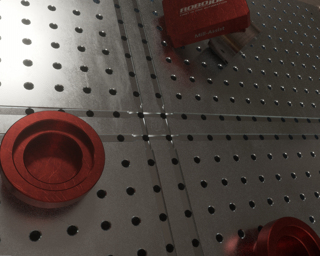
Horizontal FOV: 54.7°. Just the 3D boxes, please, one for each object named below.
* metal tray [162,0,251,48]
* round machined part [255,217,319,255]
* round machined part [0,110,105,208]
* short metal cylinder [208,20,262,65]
[{"bbox_3d":[0.074,-0.191,0.513,0.130,0.030,0.090,-13,61,11],"label":"metal tray"},{"bbox_3d":[0.159,0.164,0.385,0.099,0.042,0.098,14,56,-21],"label":"round machined part"},{"bbox_3d":[-0.110,0.034,0.318,0.099,0.042,0.098,14,56,-21],"label":"round machined part"},{"bbox_3d":[0.130,-0.156,0.541,0.050,0.080,0.080,48,51,5],"label":"short metal cylinder"}]
